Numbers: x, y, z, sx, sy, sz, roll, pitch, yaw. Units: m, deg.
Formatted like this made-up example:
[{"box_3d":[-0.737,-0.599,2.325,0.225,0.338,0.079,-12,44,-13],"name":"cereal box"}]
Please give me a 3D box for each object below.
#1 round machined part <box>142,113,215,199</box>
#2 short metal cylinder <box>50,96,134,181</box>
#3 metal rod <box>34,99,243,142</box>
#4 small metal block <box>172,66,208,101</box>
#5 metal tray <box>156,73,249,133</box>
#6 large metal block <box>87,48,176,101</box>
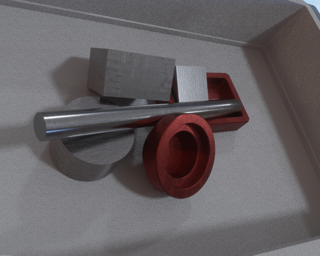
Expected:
[{"box_3d":[0.018,0.030,0.365,0.099,0.042,0.097,-6,99,-42],"name":"round machined part"},{"box_3d":[-0.075,0.012,0.340,0.081,0.050,0.080,14,56,-21],"name":"short metal cylinder"},{"box_3d":[0.007,-0.017,0.366,0.302,0.025,0.025,-8,66,-44],"name":"metal rod"},{"box_3d":[0.039,-0.060,0.435,0.050,0.025,0.050,-5,90,-31],"name":"small metal block"},{"box_3d":[0.061,-0.038,0.457,0.131,0.030,0.090,-5,64,-31],"name":"metal tray"},{"box_3d":[-0.038,-0.067,0.380,0.081,0.080,0.050,2,103,-26],"name":"large metal block"}]
